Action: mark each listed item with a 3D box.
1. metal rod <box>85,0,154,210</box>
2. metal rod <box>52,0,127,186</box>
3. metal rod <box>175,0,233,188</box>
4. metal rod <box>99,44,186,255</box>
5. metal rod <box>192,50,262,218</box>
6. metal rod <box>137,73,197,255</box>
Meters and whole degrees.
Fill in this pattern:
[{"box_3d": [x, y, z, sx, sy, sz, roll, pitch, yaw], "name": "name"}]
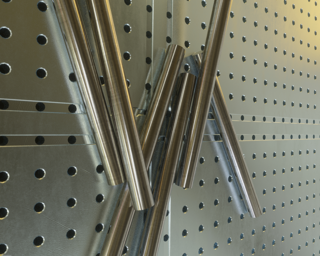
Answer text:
[{"box_3d": [-0.051, -0.055, 0.348, 0.025, 0.025, 0.298, -15, 95, -39], "name": "metal rod"}, {"box_3d": [-0.086, -0.079, 0.335, 0.025, 0.025, 0.298, -24, 105, -37], "name": "metal rod"}, {"box_3d": [0.065, -0.065, 0.435, 0.025, 0.025, 0.299, 12, 91, -39], "name": "metal rod"}, {"box_3d": [-0.020, 0.030, 0.390, 0.025, 0.025, 0.299, 28, 73, -37], "name": "metal rod"}, {"box_3d": [0.114, 0.019, 0.502, 0.025, 0.025, 0.299, -36, 112, -34], "name": "metal rod"}, {"box_3d": [0.006, 0.069, 0.413, 0.025, 0.025, 0.299, 22, 76, -38], "name": "metal rod"}]
